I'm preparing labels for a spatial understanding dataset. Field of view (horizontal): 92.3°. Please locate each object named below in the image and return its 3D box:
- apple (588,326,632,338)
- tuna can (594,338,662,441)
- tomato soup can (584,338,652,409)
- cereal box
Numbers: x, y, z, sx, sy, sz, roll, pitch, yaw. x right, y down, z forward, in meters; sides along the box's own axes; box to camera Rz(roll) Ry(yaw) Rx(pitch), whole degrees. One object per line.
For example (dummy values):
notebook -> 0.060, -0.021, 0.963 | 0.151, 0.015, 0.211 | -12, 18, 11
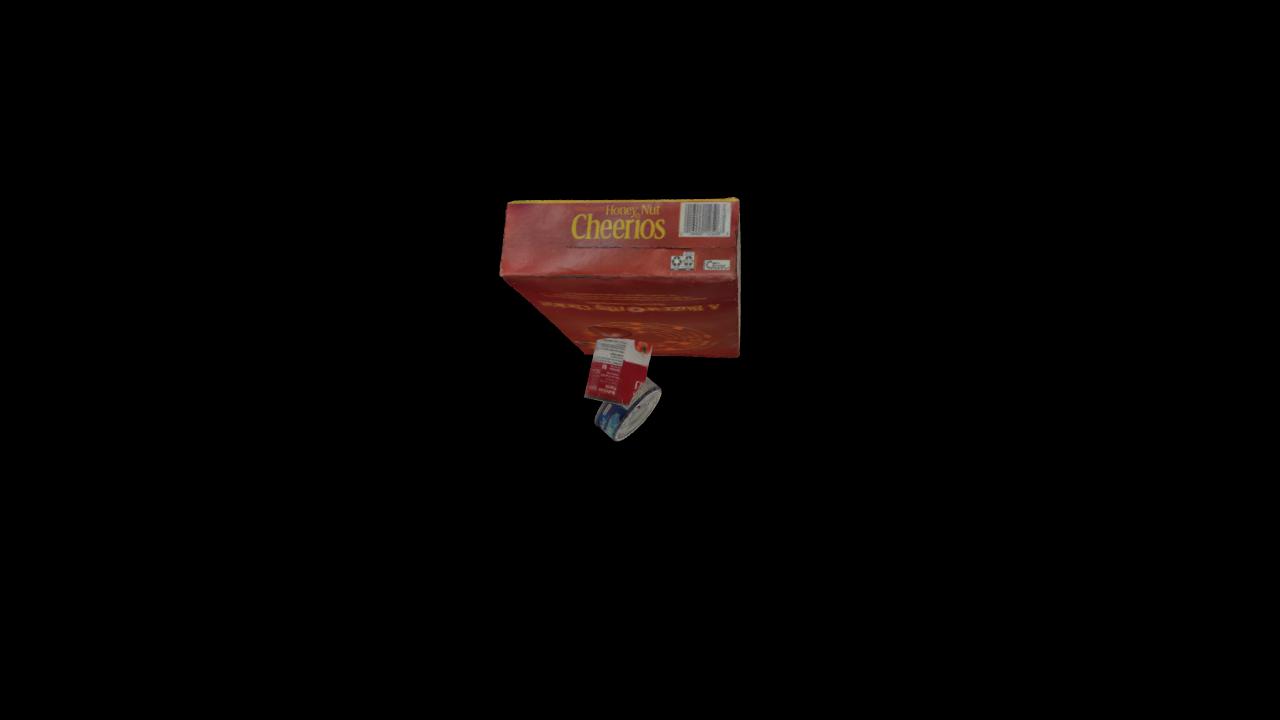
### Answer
apple -> -0.032, -0.063, 0.658 | 0.093, 0.079, 0.079 | 7, -1, -8
tuna can -> -0.013, 0.056, 0.724 | 0.034, 0.084, 0.084 | 41, 14, 17
tomato soup can -> -0.023, 0.001, 0.713 | 0.068, 0.101, 0.068 | 11, -5, 1
cereal box -> 0.004, -0.069, 0.648 | 0.203, 0.081, 0.306 | 2, -11, 10
